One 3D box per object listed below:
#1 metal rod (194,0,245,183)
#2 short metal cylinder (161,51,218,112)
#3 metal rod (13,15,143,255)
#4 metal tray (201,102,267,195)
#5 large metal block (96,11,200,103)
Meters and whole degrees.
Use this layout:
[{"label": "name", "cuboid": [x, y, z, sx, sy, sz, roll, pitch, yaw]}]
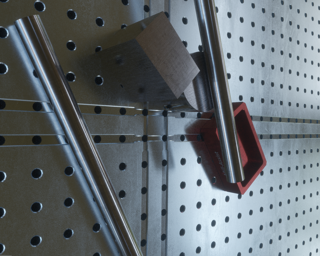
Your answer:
[{"label": "metal rod", "cuboid": [0.075, -0.071, 0.409, 0.025, 0.025, 0.298, -20, 103, -38]}, {"label": "short metal cylinder", "cuboid": [0.042, -0.062, 0.430, 0.081, 0.050, 0.079, 0, 90, -40]}, {"label": "metal rod", "cuboid": [-0.081, 0.029, 0.342, 0.025, 0.025, 0.298, -32, 110, -36]}, {"label": "metal tray", "cuboid": [0.126, 0.033, 0.514, 0.091, 0.030, 0.129, -40, 115, -33]}, {"label": "large metal block", "cuboid": [-0.014, -0.078, 0.363, 0.050, 0.080, 0.080, -53, 121, -26]}]
